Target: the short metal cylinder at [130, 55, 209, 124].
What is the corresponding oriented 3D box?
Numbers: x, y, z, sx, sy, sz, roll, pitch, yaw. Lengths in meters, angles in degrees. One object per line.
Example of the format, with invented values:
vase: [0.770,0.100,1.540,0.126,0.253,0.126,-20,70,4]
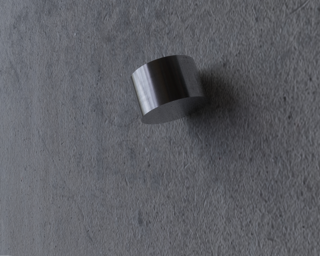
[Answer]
short metal cylinder: [0.010,-0.042,0.362,0.080,0.081,0.050,-27,73,37]
